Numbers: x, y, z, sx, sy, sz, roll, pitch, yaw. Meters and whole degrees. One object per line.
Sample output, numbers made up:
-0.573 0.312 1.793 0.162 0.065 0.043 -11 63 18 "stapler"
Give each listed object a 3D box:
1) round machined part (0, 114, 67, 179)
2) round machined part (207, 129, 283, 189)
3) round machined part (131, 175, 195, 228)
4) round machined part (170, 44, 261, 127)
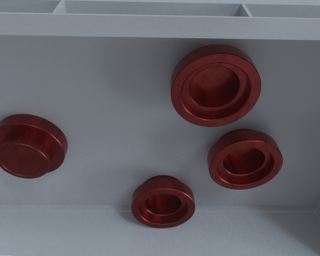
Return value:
-0.181 0.032 0.422 0.099 0.042 0.097 -1 130 0 "round machined part"
0.115 0.039 0.433 0.099 0.042 0.097 -1 130 0 "round machined part"
0.005 0.113 0.493 0.099 0.042 0.097 -1 128 -1 "round machined part"
0.061 -0.051 0.355 0.099 0.042 0.097 -1 130 0 "round machined part"
